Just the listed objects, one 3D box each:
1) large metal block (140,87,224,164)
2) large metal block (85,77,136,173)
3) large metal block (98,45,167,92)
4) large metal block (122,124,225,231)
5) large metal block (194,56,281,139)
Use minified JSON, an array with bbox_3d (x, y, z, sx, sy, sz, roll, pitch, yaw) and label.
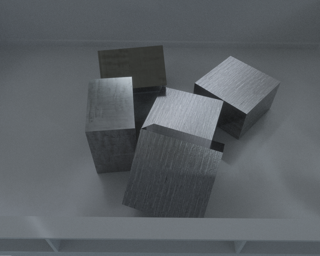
[{"bbox_3d":[0.028,0.001,0.388,0.080,0.050,0.080,15,52,12],"label":"large metal block"},{"bbox_3d":[-0.055,-0.003,0.370,0.050,0.080,0.080,-4,50,-4],"label":"large metal block"},{"bbox_3d":[-0.037,-0.075,0.423,0.081,0.080,0.050,-6,92,-5],"label":"large metal block"},{"bbox_3d":[0.016,0.047,0.320,0.080,0.079,0.050,16,10,11],"label":"large metal block"},{"bbox_3d":[0.102,-0.044,0.425,0.080,0.050,0.080,36,58,26],"label":"large metal block"}]
